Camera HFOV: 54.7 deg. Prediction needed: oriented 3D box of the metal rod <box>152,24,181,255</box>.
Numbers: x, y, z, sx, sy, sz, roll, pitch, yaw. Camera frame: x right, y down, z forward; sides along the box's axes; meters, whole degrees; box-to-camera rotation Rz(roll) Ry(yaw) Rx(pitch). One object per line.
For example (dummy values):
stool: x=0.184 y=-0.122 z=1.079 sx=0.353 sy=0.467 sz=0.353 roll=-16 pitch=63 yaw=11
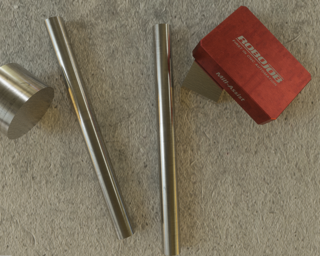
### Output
metal rod: x=0.009 y=0.015 z=0.409 sx=0.025 sy=0.025 sz=0.298 roll=-3 pitch=90 yaw=0

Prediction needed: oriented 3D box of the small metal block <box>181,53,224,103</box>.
small metal block: x=0.062 y=-0.066 z=0.410 sx=0.050 sy=0.025 sz=0.050 roll=26 pitch=90 yaw=0

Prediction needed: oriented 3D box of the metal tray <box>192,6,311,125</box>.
metal tray: x=0.117 y=-0.080 z=0.394 sx=0.130 sy=0.030 sz=0.090 roll=46 pitch=70 yaw=0

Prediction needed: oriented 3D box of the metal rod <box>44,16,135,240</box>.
metal rod: x=-0.093 y=0.000 z=0.409 sx=0.025 sy=0.025 sz=0.298 roll=-19 pitch=90 yaw=0

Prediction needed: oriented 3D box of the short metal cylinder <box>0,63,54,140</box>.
short metal cylinder: x=-0.178 y=-0.033 z=0.381 sx=0.050 sy=0.080 sz=0.080 roll=36 pitch=90 yaw=0
